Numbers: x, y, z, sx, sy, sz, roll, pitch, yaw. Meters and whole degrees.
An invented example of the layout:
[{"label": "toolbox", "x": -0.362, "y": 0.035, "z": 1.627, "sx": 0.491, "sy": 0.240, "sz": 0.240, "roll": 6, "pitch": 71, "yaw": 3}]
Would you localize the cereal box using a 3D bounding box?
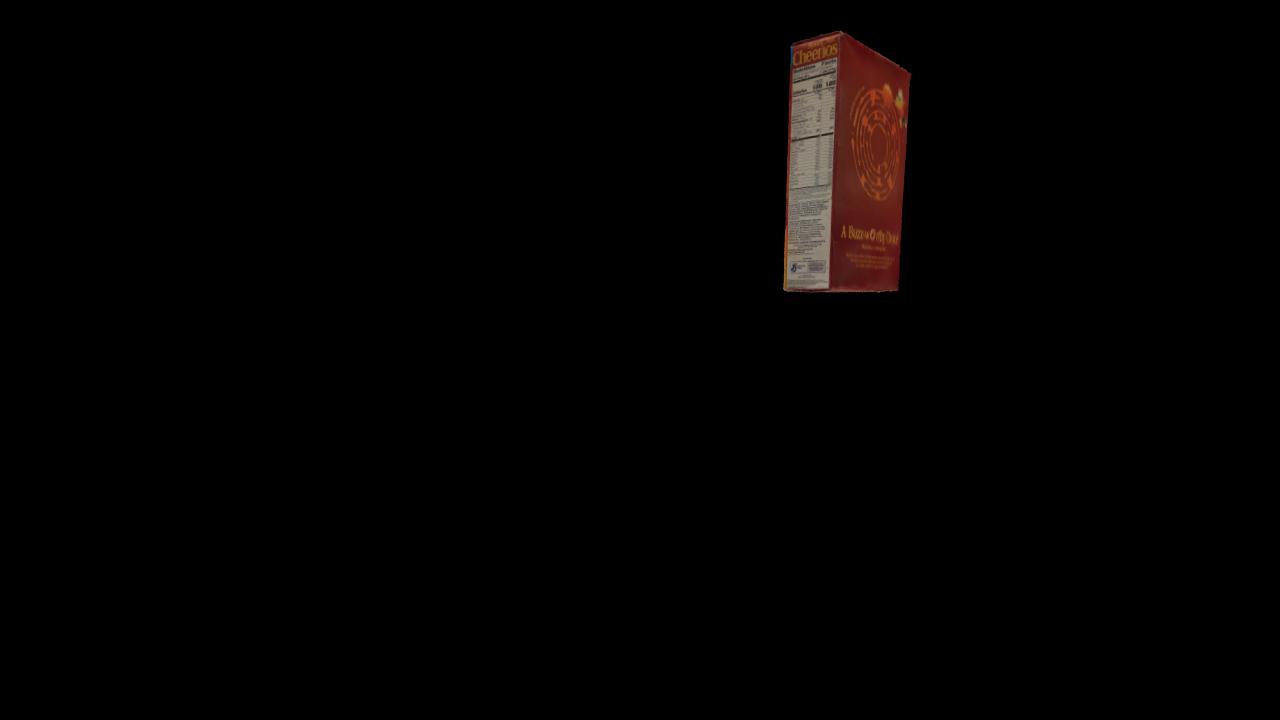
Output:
[{"label": "cereal box", "x": 0.277, "y": -0.243, "z": 0.816, "sx": 0.203, "sy": 0.306, "sz": 0.081, "roll": -7, "pitch": 9, "yaw": -45}]
